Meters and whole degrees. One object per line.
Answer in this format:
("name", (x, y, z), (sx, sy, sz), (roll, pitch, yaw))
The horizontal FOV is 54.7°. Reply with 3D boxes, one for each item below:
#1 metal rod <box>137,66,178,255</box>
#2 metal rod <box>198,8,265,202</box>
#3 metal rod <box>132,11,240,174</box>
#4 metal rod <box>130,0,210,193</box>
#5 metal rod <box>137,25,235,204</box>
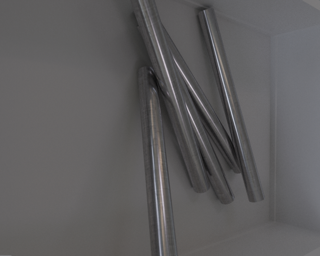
("metal rod", (-0.002, 0.060, 0.324), (0.025, 0.025, 0.299), (19, 53, -38))
("metal rod", (0.110, -0.031, 0.475), (0.025, 0.025, 0.298), (-20, 95, -38))
("metal rod", (0.055, -0.042, 0.452), (0.025, 0.025, 0.300), (-51, 120, -28))
("metal rod", (0.017, -0.036, 0.389), (0.025, 0.025, 0.299), (-40, 124, -33))
("metal rod", (0.045, -0.007, 0.433), (0.025, 0.025, 0.299), (-44, 120, -31))
